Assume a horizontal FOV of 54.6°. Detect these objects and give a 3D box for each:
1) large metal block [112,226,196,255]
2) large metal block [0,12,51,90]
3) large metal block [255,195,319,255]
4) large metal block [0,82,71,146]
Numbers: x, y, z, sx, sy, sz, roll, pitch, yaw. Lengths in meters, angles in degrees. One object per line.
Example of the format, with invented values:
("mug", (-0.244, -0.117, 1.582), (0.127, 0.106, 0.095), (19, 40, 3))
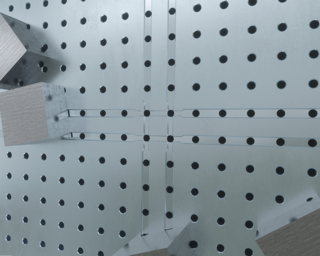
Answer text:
("large metal block", (-0.007, 0.166, 0.386), (0.080, 0.080, 0.050), (-19, 84, 19))
("large metal block", (-0.234, -0.116, 0.483), (0.080, 0.050, 0.080), (-41, 77, 15))
("large metal block", (0.164, 0.134, 0.341), (0.080, 0.050, 0.080), (-34, 79, 17))
("large metal block", (-0.188, -0.019, 0.466), (0.080, 0.050, 0.080), (-10, 87, 20))
